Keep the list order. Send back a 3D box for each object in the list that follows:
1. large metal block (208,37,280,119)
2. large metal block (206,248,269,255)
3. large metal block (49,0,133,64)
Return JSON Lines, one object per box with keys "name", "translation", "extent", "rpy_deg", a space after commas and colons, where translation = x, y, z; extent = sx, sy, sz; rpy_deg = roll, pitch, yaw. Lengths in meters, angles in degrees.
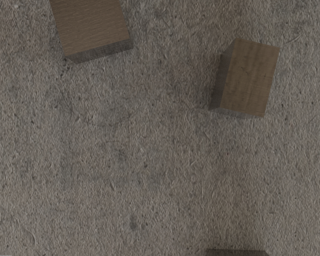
{"name": "large metal block", "translation": [0.100, -0.056, 0.383], "extent": [0.050, 0.080, 0.080], "rpy_deg": [13, 90, 0]}
{"name": "large metal block", "translation": [0.102, 0.206, 0.398], "extent": [0.081, 0.050, 0.080], "rpy_deg": [2, 90, 0]}
{"name": "large metal block", "translation": [-0.086, -0.136, 0.397], "extent": [0.080, 0.050, 0.080], "rpy_deg": [-16, 90, 0]}
